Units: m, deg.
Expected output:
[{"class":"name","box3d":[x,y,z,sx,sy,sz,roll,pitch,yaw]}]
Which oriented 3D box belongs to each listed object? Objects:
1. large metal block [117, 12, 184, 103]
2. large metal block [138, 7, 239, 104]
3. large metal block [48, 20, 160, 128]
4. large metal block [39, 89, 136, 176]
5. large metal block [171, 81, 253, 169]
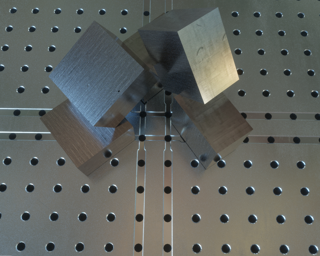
[{"class":"large metal block","box3d":[-0.008,-0.091,0.414,0.080,0.080,0.050,-40,75,-13]},{"class":"large metal block","box3d":[0.030,-0.081,0.337,0.050,0.080,0.080,-36,32,-17]},{"class":"large metal block","box3d":[-0.062,-0.057,0.349,0.080,0.050,0.080,46,101,14]},{"class":"large metal block","box3d":[-0.089,0.001,0.396,0.080,0.050,0.080,-38,75,-13]},{"class":"large metal block","box3d":[0.059,-0.003,0.383,0.050,0.080,0.080,-32,74,-11]}]
